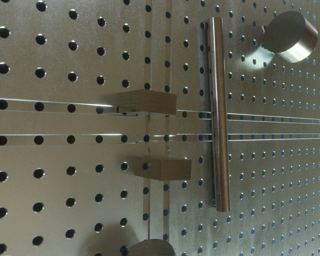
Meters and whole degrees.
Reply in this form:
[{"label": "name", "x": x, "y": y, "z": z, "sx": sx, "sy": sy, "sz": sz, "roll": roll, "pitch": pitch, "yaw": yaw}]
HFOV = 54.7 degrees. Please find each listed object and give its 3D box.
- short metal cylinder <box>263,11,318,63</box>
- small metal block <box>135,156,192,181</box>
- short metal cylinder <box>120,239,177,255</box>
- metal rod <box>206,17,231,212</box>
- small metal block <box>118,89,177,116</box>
[{"label": "short metal cylinder", "x": 0.242, "y": -0.168, "z": 0.575, "sx": 0.050, "sy": 0.080, "sz": 0.080, "roll": 17, "pitch": 79, "yaw": -39}, {"label": "small metal block", "x": 0.004, "y": 0.051, "z": 0.396, "sx": 0.050, "sy": 0.050, "sz": 0.025, "roll": 6, "pitch": 86, "yaw": -40}, {"label": "short metal cylinder", "x": -0.012, "y": 0.179, "z": 0.364, "sx": 0.081, "sy": 0.080, "sz": 0.050, "roll": -34, "pitch": 112, "yaw": -35}, {"label": "metal rod", "x": 0.093, "y": -0.019, "z": 0.486, "sx": 0.025, "sy": 0.025, "sz": 0.298, "roll": -5, "pitch": 94, "yaw": -40}, {"label": "small metal block", "x": -0.015, "y": -0.030, "z": 0.380, "sx": 0.050, "sy": 0.050, "sz": 0.025, "roll": 4, "pitch": 88, "yaw": -40}]
